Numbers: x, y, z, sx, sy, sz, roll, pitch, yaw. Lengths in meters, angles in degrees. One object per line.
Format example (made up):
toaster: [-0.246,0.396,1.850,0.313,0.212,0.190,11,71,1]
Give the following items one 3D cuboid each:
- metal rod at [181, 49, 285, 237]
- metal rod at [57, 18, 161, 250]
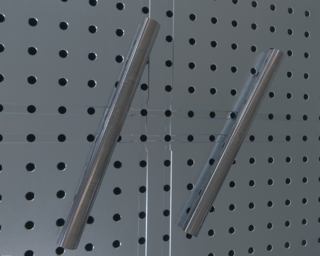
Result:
metal rod: [0.110,0.015,0.453,0.025,0.025,0.299,32,80,-18]
metal rod: [-0.061,0.001,0.390,0.025,0.025,0.299,22,83,-19]
